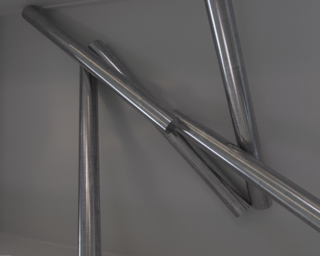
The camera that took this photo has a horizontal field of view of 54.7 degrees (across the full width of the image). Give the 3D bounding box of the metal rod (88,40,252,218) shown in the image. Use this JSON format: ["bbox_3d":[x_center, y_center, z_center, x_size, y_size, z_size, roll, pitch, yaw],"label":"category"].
[{"bbox_3d":[0.004,-0.008,0.408,0.025,0.025,0.300,-45,76,14],"label":"metal rod"}]

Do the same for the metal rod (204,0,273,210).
[{"bbox_3d":[0.079,-0.044,0.321,0.025,0.025,0.298,-11,110,20],"label":"metal rod"}]

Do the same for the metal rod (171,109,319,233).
[{"bbox_3d":[0.115,0.059,0.298,0.300,0.025,0.025,36,102,36],"label":"metal rod"}]

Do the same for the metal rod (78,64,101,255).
[{"bbox_3d":[-0.088,0.039,0.382,0.025,0.025,0.299,-17,62,19],"label":"metal rod"}]

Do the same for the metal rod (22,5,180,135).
[{"bbox_3d":[-0.093,-0.089,0.416,0.300,0.025,0.025,39,103,23],"label":"metal rod"}]
